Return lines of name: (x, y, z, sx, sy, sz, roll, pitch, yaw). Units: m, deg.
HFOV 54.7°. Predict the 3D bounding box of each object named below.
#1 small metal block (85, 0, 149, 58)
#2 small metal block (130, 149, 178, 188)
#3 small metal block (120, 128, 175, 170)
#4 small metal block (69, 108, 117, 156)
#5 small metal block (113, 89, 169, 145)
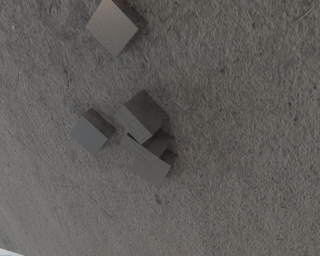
small metal block: (-0.050, -0.119, 0.360, 0.050, 0.025, 0.050, 46, 129, -4)
small metal block: (-0.009, 0.050, 0.443, 0.050, 0.025, 0.050, 31, 129, 8)
small metal block: (-0.016, 0.019, 0.411, 0.050, 0.050, 0.025, 35, 129, 5)
small metal block: (-0.101, 0.007, 0.464, 0.050, 0.025, 0.050, 43, 129, -2)
small metal block: (-0.023, -0.015, 0.393, 0.050, 0.050, 0.025, 47, 129, -5)
